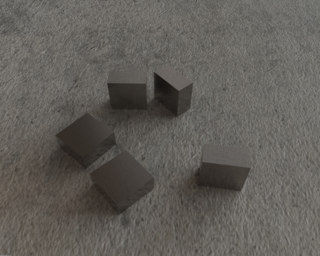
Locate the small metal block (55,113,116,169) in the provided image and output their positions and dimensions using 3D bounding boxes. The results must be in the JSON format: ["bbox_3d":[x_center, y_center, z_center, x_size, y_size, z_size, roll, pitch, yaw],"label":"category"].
[{"bbox_3d":[-0.092,0.015,0.390,0.050,0.025,0.050,33,57,24],"label":"small metal block"}]

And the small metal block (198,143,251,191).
[{"bbox_3d":[0.071,0.045,0.350,0.050,0.050,0.025,6,51,5],"label":"small metal block"}]

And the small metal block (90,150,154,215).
[{"bbox_3d":[-0.042,0.060,0.352,0.050,0.025,0.050,-34,58,-26],"label":"small metal block"}]

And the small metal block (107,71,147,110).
[{"bbox_3d":[-0.044,-0.052,0.430,0.050,0.050,0.025,1,50,0],"label":"small metal block"}]

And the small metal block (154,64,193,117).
[{"bbox_3d":[0.017,-0.052,0.431,0.025,0.050,0.050,-33,58,-25],"label":"small metal block"}]
